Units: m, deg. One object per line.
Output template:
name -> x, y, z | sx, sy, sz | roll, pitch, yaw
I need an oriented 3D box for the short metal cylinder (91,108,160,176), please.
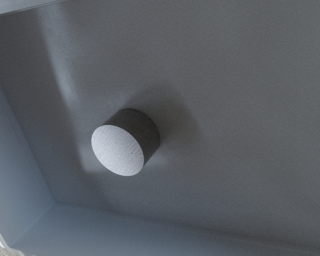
short metal cylinder -> -0.047, 0.019, 0.430 | 0.080, 0.050, 0.080 | 13, 124, 21
